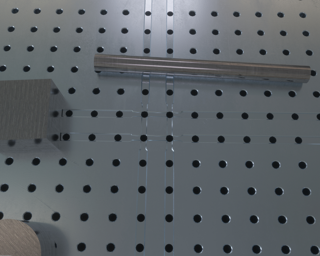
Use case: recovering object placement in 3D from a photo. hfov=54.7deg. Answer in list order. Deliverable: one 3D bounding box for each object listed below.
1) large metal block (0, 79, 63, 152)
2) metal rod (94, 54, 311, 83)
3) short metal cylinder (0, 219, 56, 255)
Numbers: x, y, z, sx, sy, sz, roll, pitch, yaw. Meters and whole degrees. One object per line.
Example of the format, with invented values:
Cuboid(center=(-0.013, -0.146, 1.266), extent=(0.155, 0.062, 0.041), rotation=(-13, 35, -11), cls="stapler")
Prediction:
Cuboid(center=(-0.177, -0.015, 0.403), extent=(0.081, 0.050, 0.080), rotation=(-2, 70, -1), cls="large metal block")
Cuboid(center=(0.059, -0.085, 0.443), extent=(0.302, 0.025, 0.025), rotation=(3, 70, 1), cls="metal rod")
Cuboid(center=(-0.164, 0.144, 0.345), extent=(0.081, 0.050, 0.080), rotation=(0, 70, 0), cls="short metal cylinder")
